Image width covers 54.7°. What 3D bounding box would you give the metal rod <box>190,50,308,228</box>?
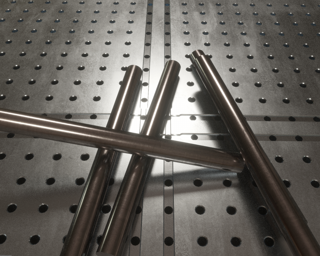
[{"bbox_3d":[0.101,-0.007,0.414,0.025,0.025,0.300,-12,51,-10],"label":"metal rod"}]

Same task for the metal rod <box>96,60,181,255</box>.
[{"bbox_3d":[-0.015,0.014,0.395,0.025,0.025,0.300,11,51,8],"label":"metal rod"}]

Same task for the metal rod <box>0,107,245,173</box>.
[{"bbox_3d":[-0.049,0.014,0.351,0.302,0.025,0.025,11,50,-9],"label":"metal rod"}]

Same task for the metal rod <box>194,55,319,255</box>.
[{"bbox_3d":[0.101,0.014,0.368,0.025,0.025,0.299,-11,52,-10],"label":"metal rod"}]

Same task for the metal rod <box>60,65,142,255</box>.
[{"bbox_3d":[-0.063,0.025,0.385,0.025,0.025,0.300,7,50,6],"label":"metal rod"}]
